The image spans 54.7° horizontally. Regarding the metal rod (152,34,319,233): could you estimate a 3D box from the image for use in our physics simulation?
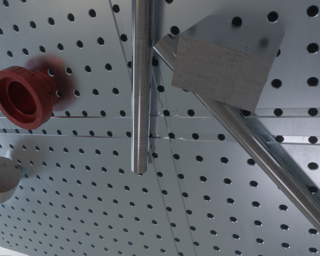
[{"bbox_3d":[0.103,0.011,0.363,0.300,0.025,0.025,47,129,-5],"label":"metal rod"}]

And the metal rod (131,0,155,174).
[{"bbox_3d":[-0.023,-0.064,0.383,0.025,0.025,0.298,16,125,19],"label":"metal rod"}]

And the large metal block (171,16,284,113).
[{"bbox_3d":[0.067,-0.066,0.300,0.080,0.080,0.050,21,126,16],"label":"large metal block"}]

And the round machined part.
[{"bbox_3d":[-0.205,-0.050,0.477,0.098,0.042,0.097,13,124,21],"label":"round machined part"}]

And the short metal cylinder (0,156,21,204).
[{"bbox_3d":[-0.322,0.103,0.609,0.080,0.080,0.050,41,129,0],"label":"short metal cylinder"}]
